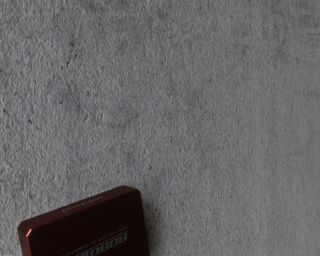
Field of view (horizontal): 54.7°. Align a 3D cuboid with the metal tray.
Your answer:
[{"bbox_3d":[-0.076,0.125,0.338,0.131,0.030,0.089,-14,99,-39],"label":"metal tray"}]
